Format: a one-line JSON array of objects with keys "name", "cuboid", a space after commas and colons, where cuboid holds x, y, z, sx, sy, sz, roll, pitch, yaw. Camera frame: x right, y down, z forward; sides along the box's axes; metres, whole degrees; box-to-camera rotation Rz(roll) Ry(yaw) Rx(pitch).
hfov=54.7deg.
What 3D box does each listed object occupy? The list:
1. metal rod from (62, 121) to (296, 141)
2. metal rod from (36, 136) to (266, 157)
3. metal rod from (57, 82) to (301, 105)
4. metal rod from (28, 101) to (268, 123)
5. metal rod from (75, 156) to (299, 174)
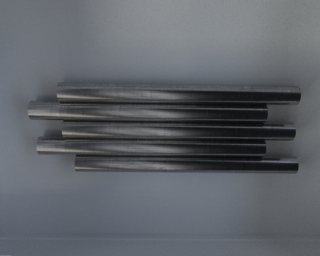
[{"name": "metal rod", "cuboid": [0.025, 0.003, 0.411, 0.302, 0.025, 0.025, 1, 110, -1]}, {"name": "metal rod", "cuboid": [-0.010, 0.025, 0.419, 0.302, 0.025, 0.025, 1, 110, -1]}, {"name": "metal rod", "cuboid": [0.024, -0.043, 0.394, 0.302, 0.025, 0.025, 1, 110, -1]}, {"name": "metal rod", "cuboid": [-0.014, -0.021, 0.402, 0.302, 0.025, 0.025, 1, 110, -1]}, {"name": "metal rod", "cuboid": [0.037, 0.050, 0.429, 0.302, 0.025, 0.025, 1, 110, -1]}]
